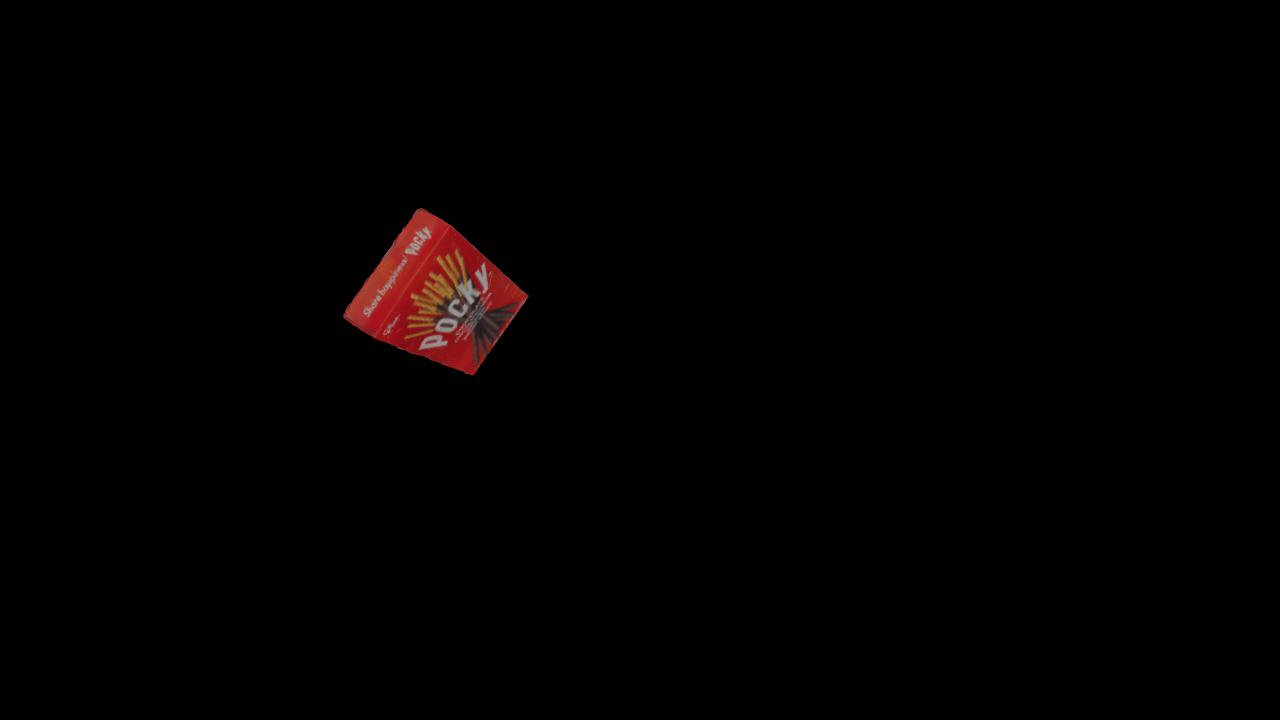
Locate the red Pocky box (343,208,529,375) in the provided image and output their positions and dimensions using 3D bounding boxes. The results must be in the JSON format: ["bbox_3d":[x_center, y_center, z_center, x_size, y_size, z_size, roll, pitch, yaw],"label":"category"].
[{"bbox_3d":[-0.134,-0.039,0.435,0.028,0.083,0.155,34,-4,12],"label":"red Pocky box"}]
